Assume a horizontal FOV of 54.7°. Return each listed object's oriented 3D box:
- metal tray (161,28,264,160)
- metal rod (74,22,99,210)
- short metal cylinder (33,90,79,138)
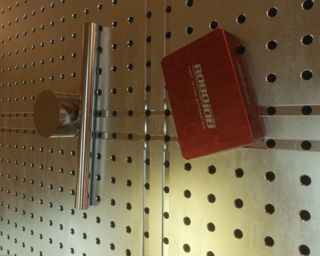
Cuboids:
[{"bbox_3d":[0.056,-0.036,0.358,0.090,0.030,0.129,-20,77,37],"label":"metal tray"},{"bbox_3d":[-0.119,-0.017,0.504,0.025,0.025,0.298,6,94,39],"label":"metal rod"},{"bbox_3d":[-0.173,-0.024,0.533,0.080,0.050,0.079,0,90,39],"label":"short metal cylinder"}]
